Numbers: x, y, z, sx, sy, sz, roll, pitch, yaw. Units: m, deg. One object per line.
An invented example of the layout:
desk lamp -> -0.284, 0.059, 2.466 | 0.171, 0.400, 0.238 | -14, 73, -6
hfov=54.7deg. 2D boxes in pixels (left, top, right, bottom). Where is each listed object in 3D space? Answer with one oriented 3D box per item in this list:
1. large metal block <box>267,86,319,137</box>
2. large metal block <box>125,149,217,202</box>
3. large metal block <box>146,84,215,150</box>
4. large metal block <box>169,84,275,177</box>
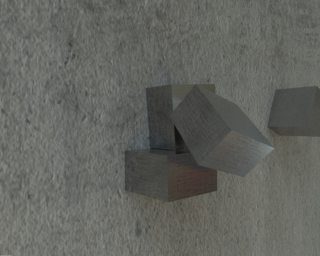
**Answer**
large metal block -> 0.263, -0.030, 0.593 | 0.050, 0.080, 0.080 | 28, 73, -37
large metal block -> 0.013, 0.052, 0.382 | 0.081, 0.080, 0.050 | -1, 91, -40
large metal block -> 0.031, -0.017, 0.416 | 0.081, 0.050, 0.079 | -7, 95, -40
large metal block -> 0.069, 0.004, 0.356 | 0.080, 0.080, 0.050 | 19, 120, -39
